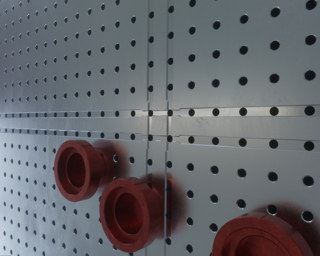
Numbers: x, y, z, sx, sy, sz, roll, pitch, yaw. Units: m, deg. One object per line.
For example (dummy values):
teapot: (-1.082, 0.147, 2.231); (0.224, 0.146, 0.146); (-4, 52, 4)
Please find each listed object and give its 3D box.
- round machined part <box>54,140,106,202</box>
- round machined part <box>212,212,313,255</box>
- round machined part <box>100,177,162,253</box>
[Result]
round machined part: (-0.127, 0.067, 0.505); (0.098, 0.042, 0.097); (0, 90, 40)
round machined part: (0.106, 0.134, 0.312); (0.098, 0.042, 0.097); (0, 90, 40)
round machined part: (-0.036, 0.116, 0.429); (0.098, 0.042, 0.097); (0, 90, 40)
